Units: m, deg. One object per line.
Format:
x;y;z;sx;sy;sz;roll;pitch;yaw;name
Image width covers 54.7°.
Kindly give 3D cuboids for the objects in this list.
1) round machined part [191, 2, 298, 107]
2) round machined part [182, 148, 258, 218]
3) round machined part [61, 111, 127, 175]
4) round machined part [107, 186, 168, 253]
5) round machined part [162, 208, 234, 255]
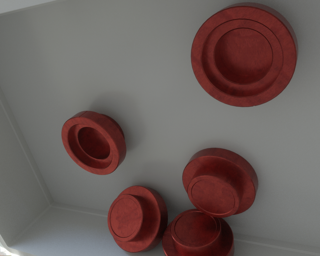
0.084;-0.073;0.308;0.098;0.042;0.097;13;124;21;round machined part
0.075;0.078;0.407;0.098;0.042;0.097;13;124;21;round machined part
-0.092;0.018;0.457;0.098;0.042;0.097;13;124;21;round machined part
-0.040;0.136;0.467;0.098;0.098;0.042;-13;157;32;round machined part
0.051;0.150;0.427;0.098;0.098;0.042;5;123;26;round machined part
